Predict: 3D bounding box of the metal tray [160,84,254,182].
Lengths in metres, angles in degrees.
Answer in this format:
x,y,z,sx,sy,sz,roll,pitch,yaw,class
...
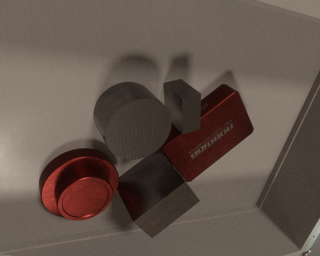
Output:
x,y,z,sx,sy,sz,roll,pitch,yaw,class
0.067,0.009,0.450,0.130,0.030,0.090,-38,130,-3,metal tray

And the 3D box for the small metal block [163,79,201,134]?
x,y,z,sx,sy,sz,roll,pitch,yaw,class
0.028,-0.028,0.392,0.025,0.050,0.050,-17,125,-19,small metal block

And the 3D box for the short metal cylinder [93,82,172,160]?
x,y,z,sx,sy,sz,roll,pitch,yaw,class
-0.033,-0.009,0.370,0.081,0.050,0.079,-14,125,-21,short metal cylinder

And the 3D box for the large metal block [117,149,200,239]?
x,y,z,sx,sy,sz,roll,pitch,yaw,class
-0.006,0.087,0.425,0.080,0.080,0.050,-37,130,-4,large metal block

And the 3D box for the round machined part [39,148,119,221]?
x,y,z,sx,sy,sz,roll,pitch,yaw,class
-0.099,0.078,0.393,0.099,0.042,0.097,-14,125,-21,round machined part
